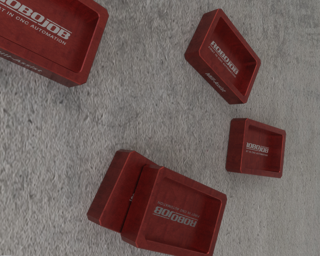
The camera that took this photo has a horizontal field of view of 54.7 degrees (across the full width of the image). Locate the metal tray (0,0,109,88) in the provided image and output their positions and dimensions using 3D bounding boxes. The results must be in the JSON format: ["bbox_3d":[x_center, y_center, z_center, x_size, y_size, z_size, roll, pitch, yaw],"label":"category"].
[{"bbox_3d":[-0.122,-0.106,0.298,0.131,0.030,0.090,24,75,-37],"label":"metal tray"}]

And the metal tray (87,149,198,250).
[{"bbox_3d":[-0.015,0.094,0.389,0.130,0.030,0.090,36,68,-34],"label":"metal tray"}]

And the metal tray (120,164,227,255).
[{"bbox_3d":[0.024,0.107,0.381,0.131,0.030,0.090,29,72,-36],"label":"metal tray"}]

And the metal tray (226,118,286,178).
[{"bbox_3d":[0.172,0.038,0.544,0.131,0.030,0.090,13,82,-39],"label":"metal tray"}]

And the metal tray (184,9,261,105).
[{"bbox_3d":[0.103,-0.108,0.486,0.130,0.030,0.090,38,67,-34],"label":"metal tray"}]
